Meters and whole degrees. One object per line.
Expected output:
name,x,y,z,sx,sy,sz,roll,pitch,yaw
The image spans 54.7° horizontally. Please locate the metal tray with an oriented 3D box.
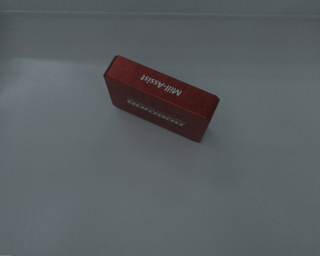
metal tray,0.001,-0.032,0.383,0.130,0.090,0.030,24,72,7
